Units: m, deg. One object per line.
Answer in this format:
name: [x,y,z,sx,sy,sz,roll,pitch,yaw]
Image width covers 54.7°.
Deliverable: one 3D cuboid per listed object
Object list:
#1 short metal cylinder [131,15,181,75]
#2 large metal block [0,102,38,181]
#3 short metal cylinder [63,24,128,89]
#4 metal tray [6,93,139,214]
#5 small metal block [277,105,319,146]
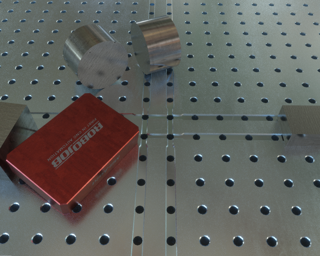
short metal cylinder: [-0.007,-0.128,0.480,0.050,0.080,0.080,-19,53,-15]
large metal block: [-0.210,0.013,0.379,0.080,0.050,0.080,7,50,6]
short metal cylinder: [-0.095,-0.105,0.459,0.081,0.080,0.050,-28,56,-21]
metal tray: [-0.099,0.024,0.373,0.090,0.030,0.131,35,57,13]
small metal block: [0.190,-0.003,0.412,0.050,0.025,0.050,1,50,0]
